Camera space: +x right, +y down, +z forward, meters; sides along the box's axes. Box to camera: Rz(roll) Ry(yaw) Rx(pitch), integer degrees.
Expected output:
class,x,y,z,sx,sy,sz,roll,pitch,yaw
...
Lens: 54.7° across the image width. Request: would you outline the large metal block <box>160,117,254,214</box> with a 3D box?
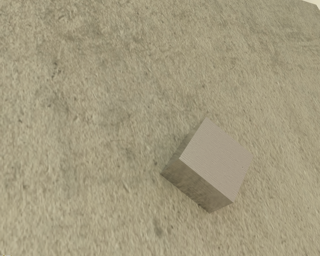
class,x,y,z,sx,sy,sz,roll,pitch,yaw
large metal block,0.061,0.047,0.394,0.080,0.050,0.080,39,51,-2
